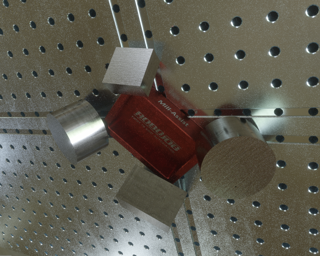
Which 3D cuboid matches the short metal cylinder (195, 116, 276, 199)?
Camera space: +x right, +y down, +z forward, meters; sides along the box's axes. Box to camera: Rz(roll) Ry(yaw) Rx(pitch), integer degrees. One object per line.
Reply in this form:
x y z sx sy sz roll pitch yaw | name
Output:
0.083 0.033 0.352 0.081 0.050 0.079 -1 116 -1 | short metal cylinder

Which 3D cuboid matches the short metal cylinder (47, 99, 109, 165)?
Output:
-0.117 0.005 0.441 0.080 0.050 0.079 37 143 35 | short metal cylinder

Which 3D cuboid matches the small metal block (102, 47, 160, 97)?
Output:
-0.033 -0.067 0.368 0.050 0.050 0.025 9 160 23 | small metal block

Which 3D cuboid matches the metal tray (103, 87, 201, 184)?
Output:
-0.006 0.007 0.415 0.130 0.030 0.090 41 129 -1 | metal tray

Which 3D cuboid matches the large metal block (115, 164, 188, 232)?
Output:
-0.011 0.103 0.442 0.080 0.050 0.080 27 158 10 | large metal block
